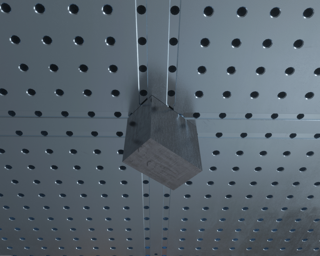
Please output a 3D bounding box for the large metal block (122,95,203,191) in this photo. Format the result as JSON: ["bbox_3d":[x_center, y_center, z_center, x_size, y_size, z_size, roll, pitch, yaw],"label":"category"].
[{"bbox_3d":[0.003,0.019,0.391,0.080,0.080,0.050,34,123,-26],"label":"large metal block"}]
